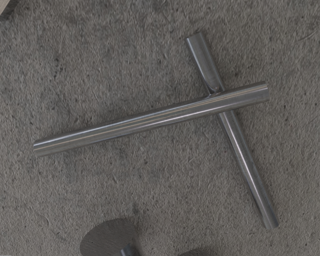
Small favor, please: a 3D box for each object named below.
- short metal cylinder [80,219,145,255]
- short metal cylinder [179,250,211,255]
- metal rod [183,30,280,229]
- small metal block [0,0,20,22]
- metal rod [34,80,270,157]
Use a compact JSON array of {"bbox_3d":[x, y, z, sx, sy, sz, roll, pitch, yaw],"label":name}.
[{"bbox_3d":[-0.068,0.177,0.445,0.080,0.080,0.050,-14,110,5],"label":"short metal cylinder"},{"bbox_3d":[0.054,0.233,0.467,0.080,0.080,0.050,-25,108,9],"label":"short metal cylinder"},{"bbox_3d":[0.103,0.016,0.416,0.025,0.025,0.299,-24,109,8],"label":"metal rod"},{"bbox_3d":[-0.188,-0.157,0.350,0.050,0.025,0.050,39,105,-13],"label":"small metal block"},{"bbox_3d":[-0.019,-0.008,0.389,0.301,0.025,0.025,-14,110,11],"label":"metal rod"}]
